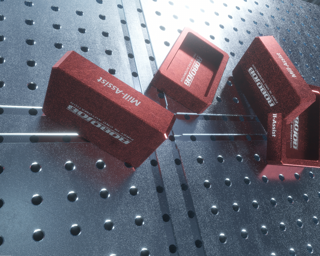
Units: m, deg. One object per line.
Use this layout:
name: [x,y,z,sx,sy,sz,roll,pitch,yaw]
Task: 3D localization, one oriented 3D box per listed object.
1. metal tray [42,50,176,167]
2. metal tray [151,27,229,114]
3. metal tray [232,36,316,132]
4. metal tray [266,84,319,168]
metal tray: [-0.059,-0.015,0.343,0.130,0.090,0.030,32,52,-8]
metal tray: [0.052,-0.094,0.489,0.090,0.030,0.130,32,52,-7]
metal tray: [0.174,-0.069,0.492,0.030,0.090,0.130,-11,62,-24]
metal tray: [0.215,-0.005,0.490,0.091,0.030,0.129,7,83,-25]
